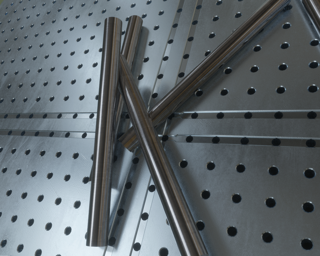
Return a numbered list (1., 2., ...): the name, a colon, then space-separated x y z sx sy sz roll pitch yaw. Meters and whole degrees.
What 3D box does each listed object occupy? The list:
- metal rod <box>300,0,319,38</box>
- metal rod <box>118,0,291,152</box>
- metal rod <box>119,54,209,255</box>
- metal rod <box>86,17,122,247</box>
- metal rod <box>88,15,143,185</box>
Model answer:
1. metal rod: 0.206 -0.094 0.357 0.025 0.025 0.299 -17 55 18
2. metal rod: 0.062 -0.079 0.423 0.300 0.025 0.025 -43 51 -2
3. metal rod: -0.015 0.011 0.376 0.025 0.025 0.299 -30 54 9
4. metal rod: -0.070 -0.007 0.401 0.025 0.025 0.299 -6 73 25
5. metal rod: -0.062 -0.057 0.474 0.025 0.025 0.299 -6 59 25
